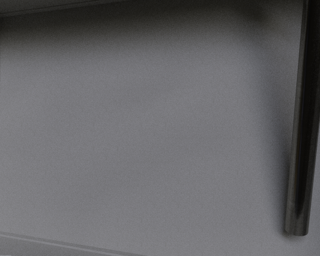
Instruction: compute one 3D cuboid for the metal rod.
[{"bbox_3d":[0.152,-0.027,0.318,0.025,0.025,0.298,4,106,20],"label":"metal rod"}]
